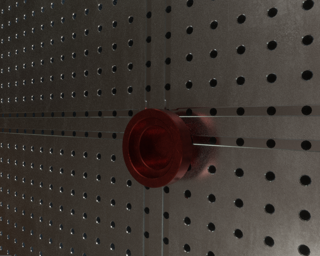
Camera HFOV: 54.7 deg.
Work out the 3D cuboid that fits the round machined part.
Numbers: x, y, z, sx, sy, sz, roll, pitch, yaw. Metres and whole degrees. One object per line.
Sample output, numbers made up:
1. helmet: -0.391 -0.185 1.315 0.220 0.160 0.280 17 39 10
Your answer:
1. round machined part: 0.001 0.024 0.396 0.098 0.042 0.097 0 90 39
